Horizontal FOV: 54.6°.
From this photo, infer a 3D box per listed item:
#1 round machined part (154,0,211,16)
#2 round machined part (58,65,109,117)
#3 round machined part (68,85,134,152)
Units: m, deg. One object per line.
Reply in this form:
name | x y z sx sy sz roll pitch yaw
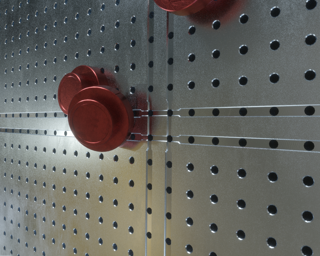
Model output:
round machined part | 0.037 -0.183 0.369 0.098 0.042 0.097 0 90 40
round machined part | -0.131 -0.054 0.508 0.098 0.042 0.097 0 90 40
round machined part | -0.091 -0.011 0.449 0.098 0.042 0.097 4 105 15
